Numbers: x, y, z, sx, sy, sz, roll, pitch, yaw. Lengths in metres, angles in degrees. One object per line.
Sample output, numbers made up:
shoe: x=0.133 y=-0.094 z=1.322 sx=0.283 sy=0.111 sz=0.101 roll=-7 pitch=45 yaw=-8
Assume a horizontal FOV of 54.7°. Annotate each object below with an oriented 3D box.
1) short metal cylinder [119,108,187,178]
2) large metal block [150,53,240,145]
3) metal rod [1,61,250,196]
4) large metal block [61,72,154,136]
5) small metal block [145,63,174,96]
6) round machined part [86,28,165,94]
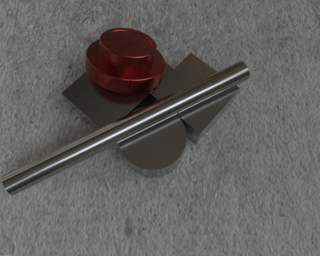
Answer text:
short metal cylinder: x=-0.009 y=0.018 z=0.389 sx=0.081 sy=0.050 sz=0.080 roll=0 pitch=70 yaw=0
large metal block: x=0.044 y=-0.038 z=0.411 sx=0.080 sy=0.050 sz=0.080 roll=40 pitch=74 yaw=13
metal rod: x=-0.030 y=-0.005 z=0.357 sx=0.302 sy=0.025 sz=0.025 roll=-27 pitch=73 yaw=-10
large metal block: x=-0.065 y=-0.037 z=0.408 sx=0.080 sy=0.050 sz=0.080 roll=40 pitch=75 yaw=13
small metal block: x=-0.010 y=-0.070 z=0.434 sx=0.050 sy=0.025 sz=0.050 roll=41 pitch=75 yaw=13
round machined part: x=-0.041 y=-0.089 z=0.385 sx=0.099 sy=0.042 sz=0.098 roll=8 pitch=43 yaw=-8
